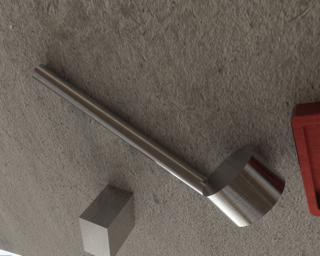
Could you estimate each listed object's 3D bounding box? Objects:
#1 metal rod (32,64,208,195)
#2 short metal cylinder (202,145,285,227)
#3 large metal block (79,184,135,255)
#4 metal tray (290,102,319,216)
[{"bbox_3d":[-0.051,0.003,0.433,0.301,0.025,0.025,34,129,5],"label":"metal rod"},{"bbox_3d":[0.096,0.066,0.361,0.050,0.080,0.080,44,129,-3],"label":"short metal cylinder"},{"bbox_3d":[-0.083,0.155,0.509,0.050,0.080,0.079,14,124,20],"label":"large metal block"},{"bbox_3d":[0.195,0.034,0.321,0.090,0.030,0.129,-7,115,31],"label":"metal tray"}]
